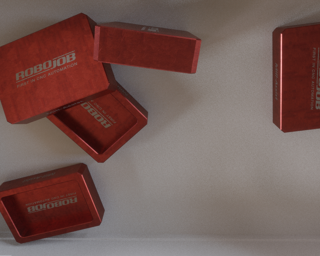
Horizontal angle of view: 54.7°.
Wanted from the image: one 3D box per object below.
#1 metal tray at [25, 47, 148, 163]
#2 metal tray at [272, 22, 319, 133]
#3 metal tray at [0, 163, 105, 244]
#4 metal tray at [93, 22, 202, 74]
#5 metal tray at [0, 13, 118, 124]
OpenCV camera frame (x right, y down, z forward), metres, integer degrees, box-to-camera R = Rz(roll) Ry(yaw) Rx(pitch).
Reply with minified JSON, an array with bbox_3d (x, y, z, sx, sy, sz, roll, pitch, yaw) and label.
[{"bbox_3d":[-0.090,-0.028,0.396,0.090,0.030,0.130,-42,106,13],"label":"metal tray"},{"bbox_3d":[0.192,-0.063,0.388,0.091,0.030,0.129,-7,110,2],"label":"metal tray"},{"bbox_3d":[-0.157,0.109,0.446,0.131,0.030,0.089,-14,110,4],"label":"metal tray"},{"bbox_3d":[-0.012,-0.088,0.323,0.091,0.130,0.030,7,110,-3],"label":"metal tray"},{"bbox_3d":[-0.126,-0.066,0.362,0.130,0.030,0.090,-19,88,9],"label":"metal tray"}]
